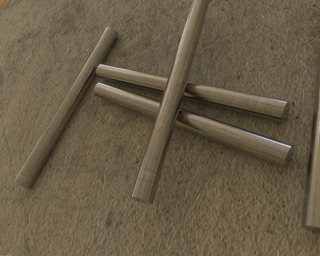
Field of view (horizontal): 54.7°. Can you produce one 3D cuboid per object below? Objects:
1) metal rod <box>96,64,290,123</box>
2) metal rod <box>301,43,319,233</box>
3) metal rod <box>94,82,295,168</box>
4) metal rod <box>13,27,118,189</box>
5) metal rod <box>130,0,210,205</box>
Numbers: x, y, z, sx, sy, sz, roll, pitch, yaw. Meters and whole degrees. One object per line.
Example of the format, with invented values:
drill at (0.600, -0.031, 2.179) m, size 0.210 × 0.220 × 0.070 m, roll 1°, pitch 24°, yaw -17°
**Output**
metal rod at (0.022, -0.056, 0.426) m, size 0.300 × 0.025 × 0.025 m, roll 18°, pitch 71°, yaw 35°
metal rod at (0.181, -0.041, 0.333) m, size 0.025 × 0.025 × 0.300 m, roll 4°, pitch 63°, yaw 30°
metal rod at (0.019, -0.016, 0.403) m, size 0.300 × 0.025 × 0.025 m, roll 22°, pitch 73°, yaw 36°
metal rod at (-0.146, -0.043, 0.507) m, size 0.025 × 0.025 × 0.300 m, roll 12°, pitch 68°, yaw 33°
metal rod at (0.020, -0.053, 0.392) m, size 0.025 × 0.025 × 0.300 m, roll 3°, pitch 63°, yaw 29°
